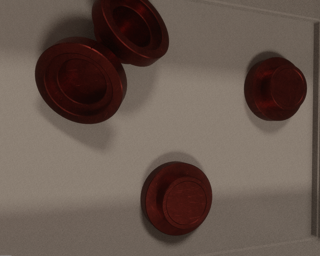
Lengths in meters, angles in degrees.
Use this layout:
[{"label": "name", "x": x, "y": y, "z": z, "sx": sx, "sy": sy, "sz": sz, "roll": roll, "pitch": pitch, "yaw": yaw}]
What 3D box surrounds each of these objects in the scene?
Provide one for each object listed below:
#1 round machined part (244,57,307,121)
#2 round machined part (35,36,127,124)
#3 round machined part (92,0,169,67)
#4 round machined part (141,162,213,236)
[{"label": "round machined part", "x": 0.182, "y": -0.059, "z": 0.470, "sx": 0.099, "sy": 0.042, "sz": 0.097, "roll": 0, "pitch": 90, "yaw": -21}, {"label": "round machined part", "x": -0.085, "y": -0.056, "z": 0.352, "sx": 0.099, "sy": 0.042, "sz": 0.097, "roll": 5, "pitch": 124, "yaw": 7}, {"label": "round machined part", "x": -0.039, "y": -0.116, "z": 0.373, "sx": 0.099, "sy": 0.042, "sz": 0.098, "roll": 23, "pitch": 54, "yaw": -35}, {"label": "round machined part", "x": 0.027, "y": 0.095, "z": 0.413, "sx": 0.099, "sy": 0.042, "sz": 0.097, "roll": 0, "pitch": 90, "yaw": -21}]
